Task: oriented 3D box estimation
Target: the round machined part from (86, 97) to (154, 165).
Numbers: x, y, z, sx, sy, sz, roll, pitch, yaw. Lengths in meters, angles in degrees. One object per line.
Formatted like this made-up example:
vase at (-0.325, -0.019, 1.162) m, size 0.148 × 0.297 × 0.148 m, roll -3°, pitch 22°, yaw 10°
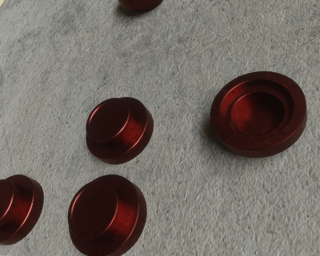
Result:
round machined part at (-0.062, -0.003, 0.427) m, size 0.098 × 0.042 × 0.098 m, roll -13°, pitch 56°, yaw 21°

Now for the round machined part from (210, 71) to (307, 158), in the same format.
round machined part at (0.109, -0.011, 0.343) m, size 0.098 × 0.042 × 0.098 m, roll -13°, pitch 56°, yaw 21°

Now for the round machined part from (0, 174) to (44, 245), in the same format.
round machined part at (-0.219, 0.112, 0.440) m, size 0.098 × 0.042 × 0.098 m, roll -13°, pitch 56°, yaw 21°

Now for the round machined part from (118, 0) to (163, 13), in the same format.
round machined part at (-0.029, -0.249, 0.561) m, size 0.098 × 0.042 × 0.098 m, roll -13°, pitch 56°, yaw 21°

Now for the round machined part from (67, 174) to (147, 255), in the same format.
round machined part at (-0.069, 0.101, 0.367) m, size 0.098 × 0.042 × 0.098 m, roll -13°, pitch 56°, yaw 21°
